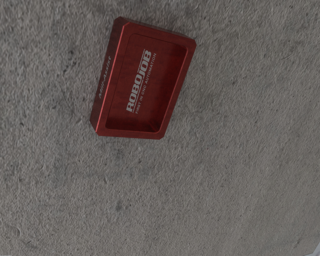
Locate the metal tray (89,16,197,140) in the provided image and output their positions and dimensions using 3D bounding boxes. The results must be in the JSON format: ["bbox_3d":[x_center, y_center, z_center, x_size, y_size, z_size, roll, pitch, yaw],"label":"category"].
[{"bbox_3d":[-0.021,-0.051,0.359,0.091,0.030,0.129,5,116,-31],"label":"metal tray"}]
